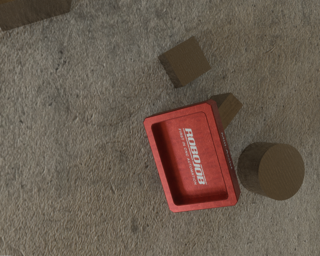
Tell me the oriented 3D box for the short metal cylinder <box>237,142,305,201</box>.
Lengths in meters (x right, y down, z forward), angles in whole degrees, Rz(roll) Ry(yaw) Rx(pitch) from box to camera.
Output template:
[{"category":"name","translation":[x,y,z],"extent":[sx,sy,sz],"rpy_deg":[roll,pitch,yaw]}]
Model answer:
[{"category":"short metal cylinder","translation":[0.162,0.061,0.456],"extent":[0.081,0.050,0.079],"rpy_deg":[0,90,-20]}]

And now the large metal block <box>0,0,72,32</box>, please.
[{"category":"large metal block","translation":[-0.142,-0.149,0.327],"extent":[0.081,0.080,0.050],"rpy_deg":[-25,99,-18]}]

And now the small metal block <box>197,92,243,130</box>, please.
[{"category":"small metal block","translation":[0.077,-0.020,0.424],"extent":[0.025,0.050,0.050],"rpy_deg":[43,77,-15]}]

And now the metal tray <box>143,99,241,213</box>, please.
[{"category":"metal tray","translation":[0.041,0.037,0.393],"extent":[0.090,0.030,0.129],"rpy_deg":[-14,97,23]}]

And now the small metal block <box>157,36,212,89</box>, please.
[{"category":"small metal block","translation":[0.033,-0.089,0.421],"extent":[0.050,0.025,0.050],"rpy_deg":[-34,101,-17]}]
